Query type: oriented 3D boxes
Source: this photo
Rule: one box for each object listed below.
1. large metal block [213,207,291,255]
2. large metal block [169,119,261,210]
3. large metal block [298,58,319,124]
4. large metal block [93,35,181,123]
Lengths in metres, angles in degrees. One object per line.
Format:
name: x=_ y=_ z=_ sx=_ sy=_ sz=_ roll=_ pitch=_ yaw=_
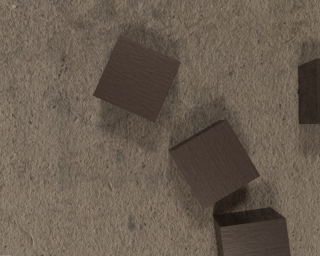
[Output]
large metal block: x=0.118 y=0.154 z=0.399 sx=0.081 sy=0.050 sz=0.080 roll=-8 pitch=90 yaw=-1
large metal block: x=0.066 y=0.044 z=0.398 sx=0.080 sy=0.050 sz=0.080 roll=-31 pitch=90 yaw=0
large metal block: x=0.231 y=-0.045 z=0.401 sx=0.081 sy=0.050 sz=0.079 roll=-1 pitch=90 yaw=-1
large metal block: x=-0.028 y=-0.059 z=0.397 sx=0.080 sy=0.050 sz=0.080 roll=24 pitch=90 yaw=-1
